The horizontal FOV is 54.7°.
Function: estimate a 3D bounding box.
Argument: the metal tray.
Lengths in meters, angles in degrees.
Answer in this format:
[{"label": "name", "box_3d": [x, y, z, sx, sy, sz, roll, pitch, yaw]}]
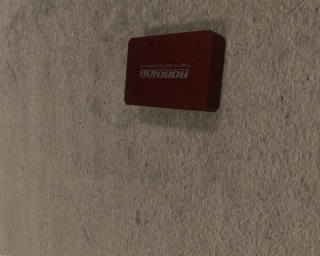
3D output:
[{"label": "metal tray", "box_3d": [0.013, -0.069, 0.389, 0.130, 0.030, 0.089, 8, 95, 39]}]
